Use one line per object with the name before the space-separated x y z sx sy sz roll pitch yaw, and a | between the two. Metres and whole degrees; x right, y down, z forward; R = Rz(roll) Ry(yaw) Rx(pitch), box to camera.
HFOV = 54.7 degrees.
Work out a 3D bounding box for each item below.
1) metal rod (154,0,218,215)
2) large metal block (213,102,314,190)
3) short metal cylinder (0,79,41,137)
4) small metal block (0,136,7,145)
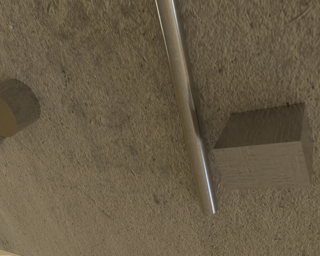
metal rod | 0.036 -0.016 0.376 0.025 0.025 0.298 0 119 28
large metal block | 0.111 0.018 0.324 0.080 0.080 0.050 -8 114 31
short metal cylinder | -0.241 -0.032 0.495 0.080 0.050 0.079 13 124 20
small metal block | -0.325 0.015 0.583 0.050 0.025 0.050 -33 101 38
